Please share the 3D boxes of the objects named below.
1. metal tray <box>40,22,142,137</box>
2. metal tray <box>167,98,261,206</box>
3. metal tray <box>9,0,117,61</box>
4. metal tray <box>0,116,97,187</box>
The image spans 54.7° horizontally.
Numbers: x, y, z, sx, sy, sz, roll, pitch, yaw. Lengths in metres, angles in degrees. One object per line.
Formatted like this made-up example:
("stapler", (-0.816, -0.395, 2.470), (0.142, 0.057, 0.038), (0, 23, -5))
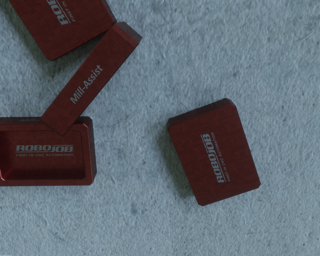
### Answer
("metal tray", (-0.074, -0.059, 0.352), (0.030, 0.090, 0.130), (39, 105, -13))
("metal tray", (0.074, 0.035, 0.421), (0.090, 0.030, 0.129), (-20, 109, 7))
("metal tray", (-0.120, -0.154, 0.349), (0.090, 0.030, 0.130), (-27, 108, 9))
("metal tray", (-0.156, 0.032, 0.416), (0.131, 0.030, 0.089), (-1, 110, -1))
